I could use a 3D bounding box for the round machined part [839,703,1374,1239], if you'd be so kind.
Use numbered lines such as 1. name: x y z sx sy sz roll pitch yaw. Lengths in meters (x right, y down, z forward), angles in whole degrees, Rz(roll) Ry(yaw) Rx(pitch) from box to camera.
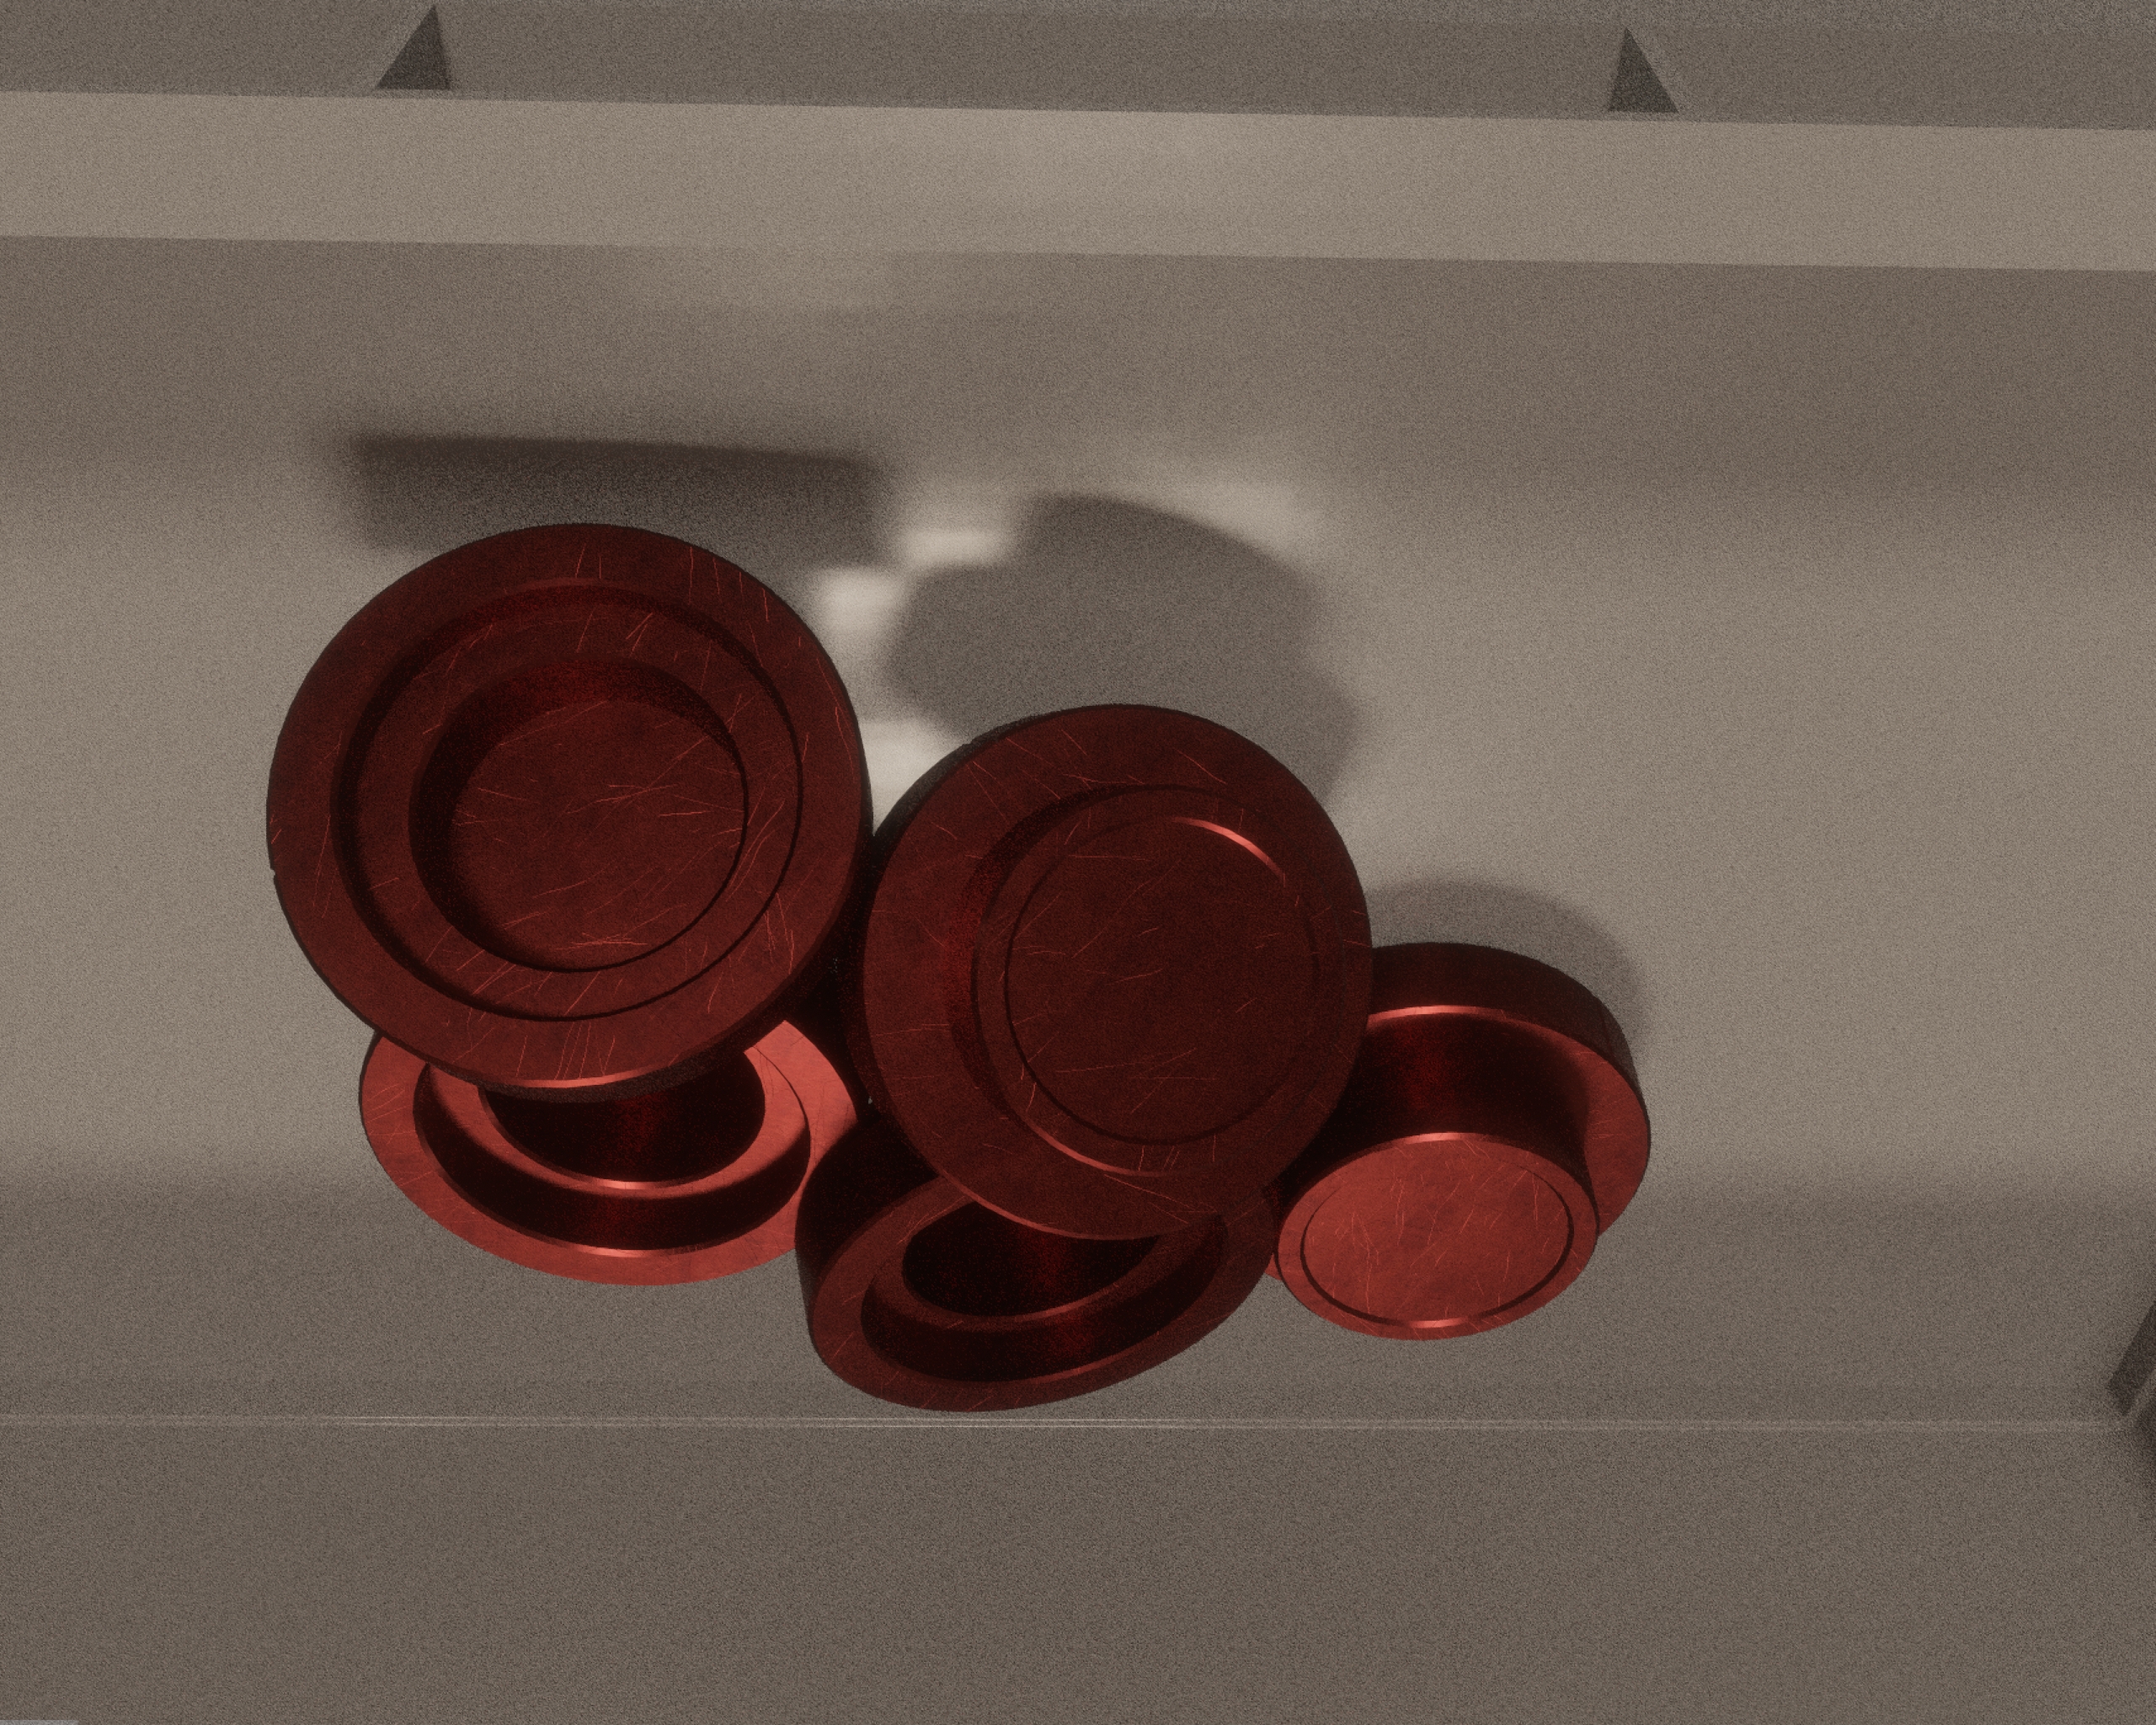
1. round machined part: 0.009 0.020 0.377 0.099 0.042 0.097 0 91 -17

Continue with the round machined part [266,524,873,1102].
1. round machined part: -0.085 -0.006 0.366 0.099 0.098 0.042 2 166 -2

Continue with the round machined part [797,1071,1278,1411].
1. round machined part: -0.011 0.072 0.442 0.099 0.042 0.097 -10 137 -9

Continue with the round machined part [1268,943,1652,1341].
1. round machined part: 0.075 0.067 0.453 0.099 0.042 0.097 -1 130 0

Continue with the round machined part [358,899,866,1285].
1. round machined part: -0.092 0.040 0.427 0.099 0.042 0.097 -1 130 0
